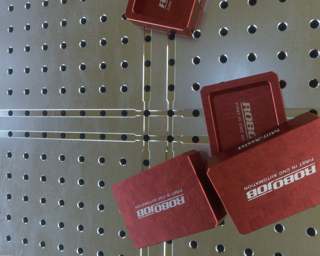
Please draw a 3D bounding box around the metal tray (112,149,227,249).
[{"bbox_3d":[0.007,0.092,0.392,0.130,0.030,0.090,-28,81,31],"label":"metal tray"}]

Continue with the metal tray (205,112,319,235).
[{"bbox_3d":[0.127,0.051,0.340,0.130,0.030,0.090,-27,101,9],"label":"metal tray"}]

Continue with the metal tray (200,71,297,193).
[{"bbox_3d":[0.105,0.006,0.372,0.090,0.030,0.129,-11,86,19],"label":"metal tray"}]

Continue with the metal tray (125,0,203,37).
[{"bbox_3d":[0.015,-0.194,0.404,0.090,0.030,0.129,18,96,19],"label":"metal tray"}]
